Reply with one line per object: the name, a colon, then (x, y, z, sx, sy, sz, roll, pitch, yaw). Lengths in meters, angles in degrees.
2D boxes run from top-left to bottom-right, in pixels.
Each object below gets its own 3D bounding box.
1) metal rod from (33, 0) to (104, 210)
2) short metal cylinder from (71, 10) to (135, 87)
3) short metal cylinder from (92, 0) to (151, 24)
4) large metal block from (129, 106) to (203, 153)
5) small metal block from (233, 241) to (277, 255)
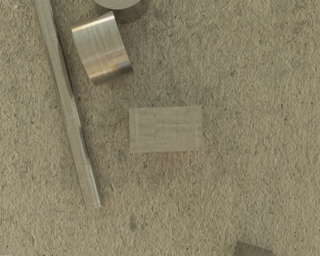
metal rod: (-0.122, -0.041, 0.408, 0.025, 0.025, 0.298, -14, 90, 0)
short metal cylinder: (-0.068, -0.097, 0.382, 0.050, 0.080, 0.080, -19, 90, 0)
short metal cylinder: (-0.052, -0.182, 0.396, 0.081, 0.050, 0.080, 0, 89, -1)
large metal block: (0.007, 0.001, 0.383, 0.081, 0.080, 0.050, -2, 90, 0)
small metal block: (0.127, 0.174, 0.399, 0.050, 0.050, 0.025, 17, 90, 0)
